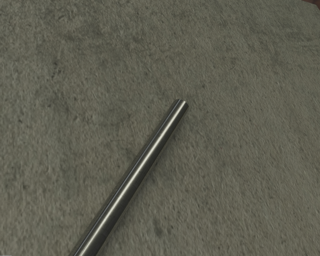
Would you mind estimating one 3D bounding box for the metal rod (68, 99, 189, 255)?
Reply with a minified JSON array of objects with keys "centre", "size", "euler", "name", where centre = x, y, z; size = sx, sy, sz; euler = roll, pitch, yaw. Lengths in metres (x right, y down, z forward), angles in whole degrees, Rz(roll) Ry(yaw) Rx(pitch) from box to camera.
[{"centre":[-0.035,0.066,0.345],"size":[0.025,0.025,0.301],"euler":[37,51,-4],"name":"metal rod"}]
